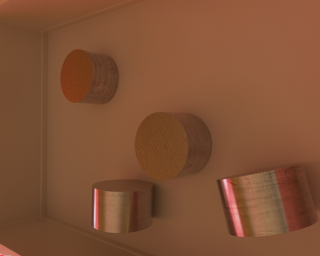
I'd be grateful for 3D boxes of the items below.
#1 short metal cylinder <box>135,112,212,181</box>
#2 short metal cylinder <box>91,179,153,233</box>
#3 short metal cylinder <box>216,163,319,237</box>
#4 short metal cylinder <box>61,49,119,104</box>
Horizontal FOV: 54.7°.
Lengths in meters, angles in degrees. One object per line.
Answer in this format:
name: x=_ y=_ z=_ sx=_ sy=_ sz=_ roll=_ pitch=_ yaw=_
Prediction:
short metal cylinder: x=0.016 y=0.021 z=0.378 sx=0.080 sy=0.050 sz=0.080 roll=0 pitch=90 yaw=40
short metal cylinder: x=-0.050 y=0.101 z=0.412 sx=0.080 sy=0.081 sz=0.050 roll=2 pitch=92 yaw=40
short metal cylinder: x=0.098 y=0.065 z=0.290 sx=0.080 sy=0.081 sz=0.050 roll=-19 pitch=78 yaw=38
short metal cylinder: x=-0.110 y=-0.078 z=0.481 sx=0.080 sy=0.050 sz=0.080 roll=0 pitch=90 yaw=40
